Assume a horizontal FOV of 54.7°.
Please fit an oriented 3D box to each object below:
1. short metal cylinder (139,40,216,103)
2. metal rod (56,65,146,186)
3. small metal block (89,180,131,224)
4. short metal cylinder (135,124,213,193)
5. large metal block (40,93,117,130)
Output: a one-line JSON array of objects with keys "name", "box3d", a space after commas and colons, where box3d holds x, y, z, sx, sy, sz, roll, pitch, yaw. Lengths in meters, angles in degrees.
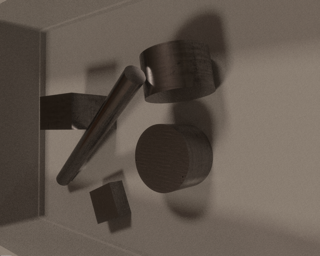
[{"name": "short metal cylinder", "box3d": [0.020, -0.061, 0.353, 0.080, 0.081, 0.050, -12, 82, 39]}, {"name": "metal rod", "box3d": [-0.098, 0.017, 0.436, 0.298, 0.025, 0.025, -46, 62, 47]}, {"name": "small metal block", "box3d": [-0.076, 0.112, 0.467, 0.050, 0.025, 0.050, -29, 72, 36]}, {"name": "short metal cylinder", "box3d": [0.016, 0.035, 0.375, 0.080, 0.050, 0.079, 0, 90, 39]}, {"name": "large metal block", "box3d": [-0.123, -0.022, 0.470, 0.080, 0.081, 0.050, -1, 90, 39]}]
